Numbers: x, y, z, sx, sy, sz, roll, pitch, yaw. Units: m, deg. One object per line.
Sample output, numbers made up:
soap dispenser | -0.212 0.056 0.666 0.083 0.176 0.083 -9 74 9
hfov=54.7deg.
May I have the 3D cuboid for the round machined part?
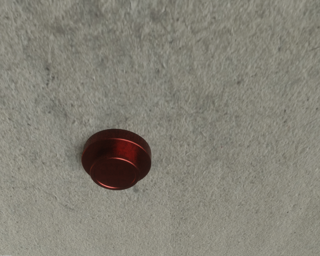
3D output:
round machined part | -0.062 0.051 0.439 0.099 0.042 0.097 -1 130 0
